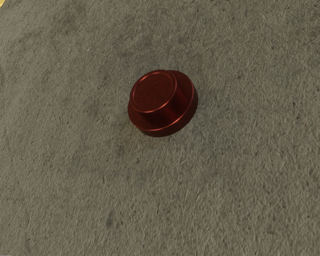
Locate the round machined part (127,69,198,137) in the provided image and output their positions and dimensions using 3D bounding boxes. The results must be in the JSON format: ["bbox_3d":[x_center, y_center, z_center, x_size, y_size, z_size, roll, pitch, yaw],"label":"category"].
[{"bbox_3d":[-0.002,-0.040,0.419,0.098,0.042,0.098,-13,56,21],"label":"round machined part"}]
